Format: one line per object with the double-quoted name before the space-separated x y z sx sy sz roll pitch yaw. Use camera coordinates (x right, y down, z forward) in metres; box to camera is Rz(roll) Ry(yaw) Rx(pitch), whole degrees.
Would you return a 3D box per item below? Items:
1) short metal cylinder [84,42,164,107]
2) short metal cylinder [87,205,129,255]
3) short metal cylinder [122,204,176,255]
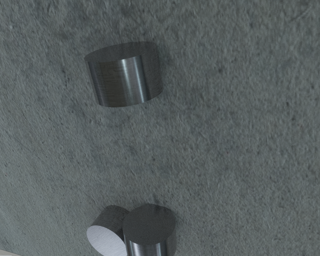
"short metal cylinder" -0.040 -0.063 0.352 0.080 0.080 0.050 4 120 26
"short metal cylinder" -0.080 0.184 0.545 0.080 0.050 0.079 13 124 20
"short metal cylinder" -0.015 0.166 0.480 0.080 0.080 0.050 10 123 22
